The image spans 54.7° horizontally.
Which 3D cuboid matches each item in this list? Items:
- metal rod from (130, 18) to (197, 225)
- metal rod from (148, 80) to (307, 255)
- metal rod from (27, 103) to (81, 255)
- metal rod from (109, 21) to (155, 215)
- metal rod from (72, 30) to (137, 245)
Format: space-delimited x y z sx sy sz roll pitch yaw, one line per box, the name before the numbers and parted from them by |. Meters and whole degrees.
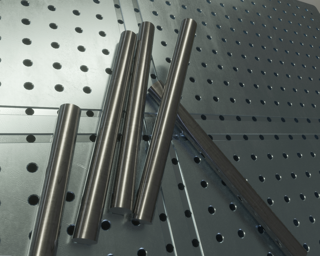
metal rod | 0.012 -0.028 0.404 0.025 0.025 0.300 22 62 -16
metal rod | 0.087 0.054 0.423 0.025 0.025 0.300 -34 81 -38
metal rod | -0.107 0.106 0.286 0.025 0.025 0.299 14 56 -21
metal rod | -0.031 -0.036 0.414 0.025 0.025 0.300 18 55 -19
metal rod | -0.060 -0.014 0.384 0.025 0.025 0.300 19 54 -18
